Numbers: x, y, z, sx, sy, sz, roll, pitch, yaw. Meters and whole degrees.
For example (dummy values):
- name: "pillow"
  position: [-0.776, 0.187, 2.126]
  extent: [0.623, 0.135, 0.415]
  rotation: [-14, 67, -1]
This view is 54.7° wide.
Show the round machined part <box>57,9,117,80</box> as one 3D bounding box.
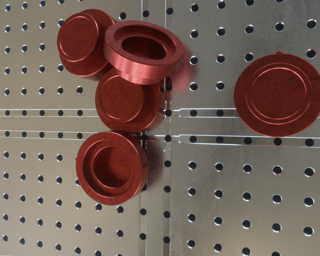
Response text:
- name: "round machined part"
  position: [-0.103, -0.120, 0.433]
  extent: [0.098, 0.042, 0.097]
  rotation: [-2, 83, 23]

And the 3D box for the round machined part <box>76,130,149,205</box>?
- name: "round machined part"
  position: [-0.061, 0.052, 0.422]
  extent: [0.098, 0.042, 0.097]
  rotation: [1, 94, 20]

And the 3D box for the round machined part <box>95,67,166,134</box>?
- name: "round machined part"
  position: [-0.046, -0.040, 0.419]
  extent: [0.098, 0.042, 0.097]
  rotation: [0, 90, 19]

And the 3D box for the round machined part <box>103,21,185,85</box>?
- name: "round machined part"
  position: [-0.022, -0.092, 0.391]
  extent: [0.098, 0.099, 0.042]
  rotation: [35, 136, 16]

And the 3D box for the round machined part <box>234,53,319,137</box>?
- name: "round machined part"
  position: [0.135, -0.038, 0.356]
  extent: [0.098, 0.042, 0.097]
  rotation: [0, 90, 19]
